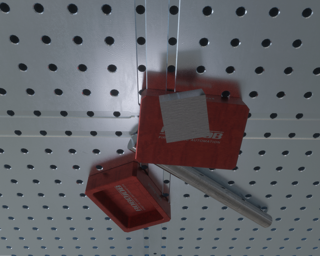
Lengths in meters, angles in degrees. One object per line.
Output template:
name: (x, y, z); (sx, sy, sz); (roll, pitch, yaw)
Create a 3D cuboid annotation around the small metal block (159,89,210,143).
small metal block: (0.028, -0.014, 0.356); (0.050, 0.025, 0.050); (-9, 113, 1)

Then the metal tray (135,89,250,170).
metal tray: (0.038, 0.003, 0.394); (0.131, 0.030, 0.089); (5, 112, -5)

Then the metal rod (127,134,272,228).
metal rod: (0.077, 0.093, 0.491); (0.301, 0.025, 0.025); (33, 123, -25)

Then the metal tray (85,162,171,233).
metal tray: (-0.049, 0.118, 0.507); (0.090, 0.030, 0.130); (-20, 128, 16)
